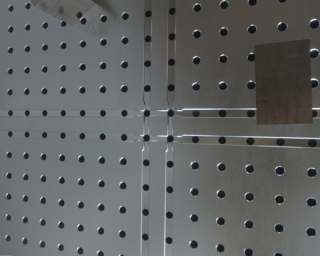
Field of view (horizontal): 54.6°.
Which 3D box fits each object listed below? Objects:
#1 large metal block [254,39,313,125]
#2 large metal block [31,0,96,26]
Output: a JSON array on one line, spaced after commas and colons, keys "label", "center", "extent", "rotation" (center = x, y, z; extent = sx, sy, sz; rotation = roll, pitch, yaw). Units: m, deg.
[{"label": "large metal block", "center": [0.132, -0.044, 0.337], "extent": [0.050, 0.080, 0.080], "rotation": [-2, 90, 20]}, {"label": "large metal block", "center": [-0.150, -0.203, 0.437], "extent": [0.050, 0.080, 0.080], "rotation": [-37, 78, 16]}]
